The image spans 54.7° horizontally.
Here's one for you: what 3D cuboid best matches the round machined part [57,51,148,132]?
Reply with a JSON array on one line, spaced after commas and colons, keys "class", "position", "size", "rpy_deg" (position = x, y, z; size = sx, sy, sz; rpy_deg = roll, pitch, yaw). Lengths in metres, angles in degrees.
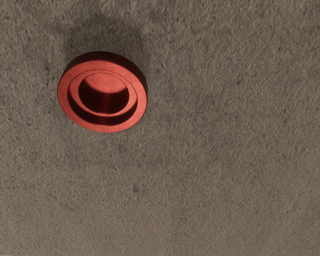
[{"class": "round machined part", "position": [-0.063, -0.045, 0.357], "size": [0.099, 0.042, 0.097], "rpy_deg": [-1, 130, 0]}]
